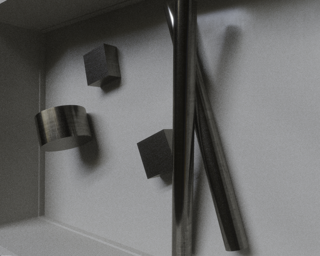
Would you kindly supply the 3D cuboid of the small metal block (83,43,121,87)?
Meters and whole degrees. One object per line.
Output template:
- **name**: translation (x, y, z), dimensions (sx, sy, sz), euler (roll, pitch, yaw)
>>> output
- **small metal block**: translation (-0.090, -0.095, 0.478), dimensions (0.050, 0.025, 0.050), euler (-17, 79, 38)

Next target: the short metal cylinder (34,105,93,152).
- **short metal cylinder**: translation (-0.154, 0.002, 0.495), dimensions (0.080, 0.081, 0.050), euler (-26, 74, 37)

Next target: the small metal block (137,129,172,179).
- **small metal block**: translation (0.002, 0.034, 0.403), dimensions (0.050, 0.025, 0.050), euler (-29, 72, 36)

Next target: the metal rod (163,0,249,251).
- **metal rod**: translation (0.050, -0.013, 0.364), dimensions (0.025, 0.025, 0.299), euler (-22, 77, 37)

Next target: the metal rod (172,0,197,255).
- **metal rod**: translation (0.027, 0.013, 0.355), dimensions (0.025, 0.025, 0.298), euler (9, 104, 39)
